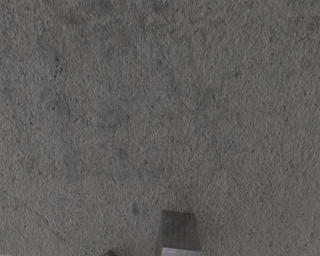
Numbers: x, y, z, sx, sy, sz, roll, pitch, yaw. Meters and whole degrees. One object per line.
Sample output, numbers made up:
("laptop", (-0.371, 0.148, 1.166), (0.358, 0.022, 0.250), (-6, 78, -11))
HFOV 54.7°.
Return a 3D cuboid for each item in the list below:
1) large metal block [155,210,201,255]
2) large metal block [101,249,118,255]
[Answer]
("large metal block", (0.022, 0.178, 0.446), (0.050, 0.080, 0.079), (8, 110, -3))
("large metal block", (-0.093, 0.249, 0.471), (0.080, 0.080, 0.050), (-39, 106, 13))
